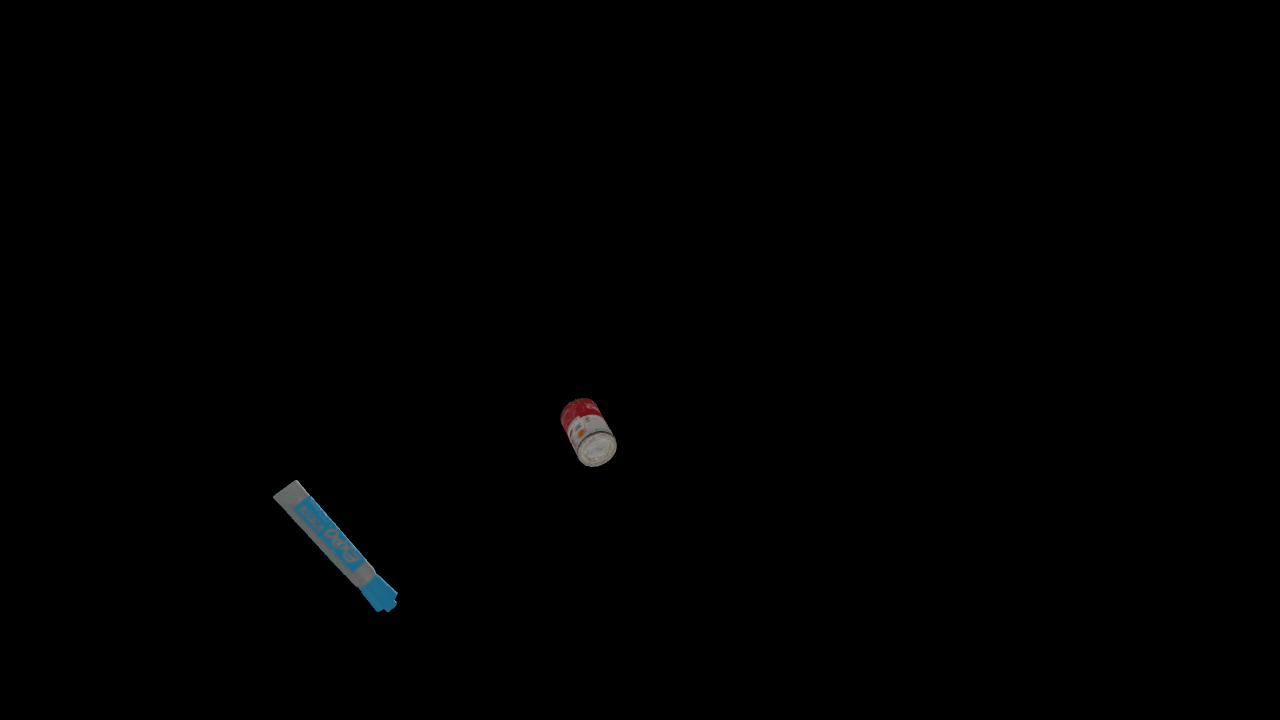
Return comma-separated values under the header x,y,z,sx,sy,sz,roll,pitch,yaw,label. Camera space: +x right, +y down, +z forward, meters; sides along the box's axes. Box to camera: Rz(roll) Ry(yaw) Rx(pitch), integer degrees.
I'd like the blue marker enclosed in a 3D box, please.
x,y,z,sx,sy,sz,roll,pitch,yaw,label
-0.224,0.141,0.458,0.020,0.121,0.020,-34,11,7,blue marker

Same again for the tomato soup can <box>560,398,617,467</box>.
x,y,z,sx,sy,sz,roll,pitch,yaw,label
-0.084,0.116,0.994,0.068,0.068,0.101,0,28,-24,tomato soup can
